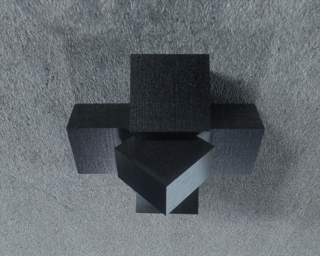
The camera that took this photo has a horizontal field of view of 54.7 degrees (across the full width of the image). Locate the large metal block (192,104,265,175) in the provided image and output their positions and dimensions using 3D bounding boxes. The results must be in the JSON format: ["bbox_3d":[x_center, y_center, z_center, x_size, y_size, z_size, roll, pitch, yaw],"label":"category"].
[{"bbox_3d":[0.081,0.015,0.403,0.081,0.050,0.079,0,130,-1],"label":"large metal block"}]

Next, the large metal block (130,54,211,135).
[{"bbox_3d":[0.010,-0.034,0.337,0.081,0.080,0.050,0,174,0],"label":"large metal block"}]

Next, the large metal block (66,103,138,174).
[{"bbox_3d":[-0.068,0.014,0.403,0.081,0.050,0.079,0,130,0],"label":"large metal block"}]

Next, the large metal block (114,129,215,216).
[{"bbox_3d":[0.005,0.041,0.364,0.080,0.081,0.050,32,140,32],"label":"large metal block"}]

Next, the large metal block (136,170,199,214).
[{"bbox_3d":[0.009,0.087,0.439,0.081,0.080,0.050,2,87,-1],"label":"large metal block"}]
